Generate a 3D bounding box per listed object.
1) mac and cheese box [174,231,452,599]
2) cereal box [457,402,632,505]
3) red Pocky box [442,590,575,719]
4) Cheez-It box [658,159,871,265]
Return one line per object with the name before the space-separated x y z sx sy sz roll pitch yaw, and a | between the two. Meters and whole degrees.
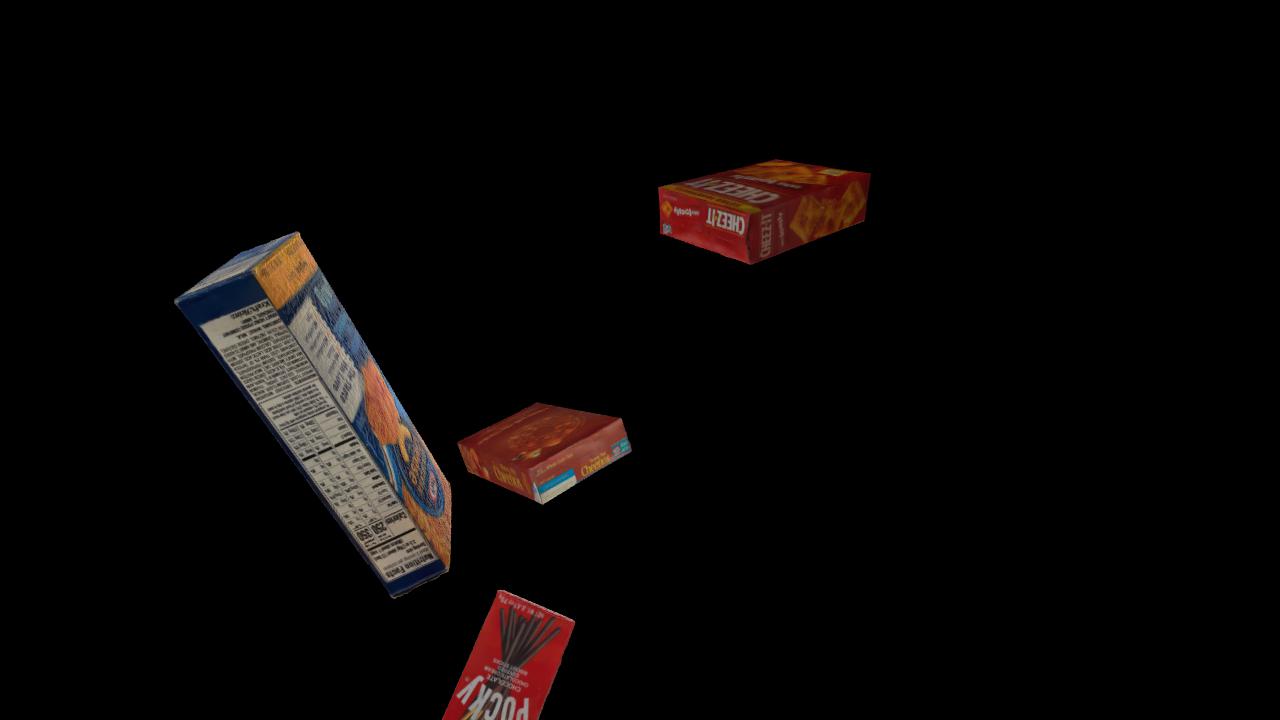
mac and cheese box | -0.160 0.029 0.333 0.041 0.184 0.093 -25 27 -8
cereal box | -0.189 0.166 1.169 0.203 0.081 0.306 -27 19 -35
red Pocky box | -0.127 0.307 0.576 0.083 0.155 0.028 20 -19 4
Cheez-It box | 0.158 -0.199 0.791 0.223 0.071 0.166 -23 34 -30
